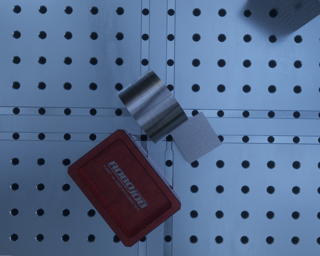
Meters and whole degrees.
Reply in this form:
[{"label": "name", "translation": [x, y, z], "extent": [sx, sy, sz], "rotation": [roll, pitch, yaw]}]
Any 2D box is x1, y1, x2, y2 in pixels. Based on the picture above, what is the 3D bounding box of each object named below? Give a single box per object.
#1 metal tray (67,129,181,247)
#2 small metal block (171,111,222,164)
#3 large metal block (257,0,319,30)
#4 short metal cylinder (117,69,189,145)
[{"label": "metal tray", "translation": [-0.046, 0.077, 0.410], "extent": [0.090, 0.030, 0.130], "rotation": [-38, 90, 0]}, {"label": "small metal block", "translation": [0.046, 0.013, 0.414], "extent": [0.050, 0.025, 0.050], "rotation": [-32, 90, 0]}, {"label": "large metal block", "translation": [0.172, -0.178, 0.387], "extent": [0.080, 0.080, 0.050], "rotation": [37, 90, 0]}, {"label": "short metal cylinder", "translation": [-0.009, -0.026, 0.386], "extent": [0.050, 0.080, 0.080], "rotation": [-37, 90, 0]}]
